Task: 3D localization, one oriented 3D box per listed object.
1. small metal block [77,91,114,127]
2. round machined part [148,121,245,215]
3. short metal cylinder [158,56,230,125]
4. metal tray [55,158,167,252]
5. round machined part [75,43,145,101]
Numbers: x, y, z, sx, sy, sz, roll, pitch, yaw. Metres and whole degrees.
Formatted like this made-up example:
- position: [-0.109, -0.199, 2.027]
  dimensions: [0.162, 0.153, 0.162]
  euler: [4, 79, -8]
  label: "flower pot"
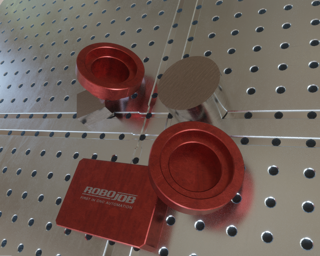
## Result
- position: [-0.101, -0.037, 0.482]
  dimensions: [0.050, 0.025, 0.050]
  euler: [-21, 54, 15]
  label: "small metal block"
- position: [0.036, 0.045, 0.333]
  dimensions: [0.099, 0.042, 0.098]
  euler: [3, 61, -5]
  label: "round machined part"
- position: [0.044, -0.044, 0.395]
  dimensions: [0.080, 0.050, 0.080]
  euler: [-13, 56, 20]
  label: "short metal cylinder"
- position: [-0.056, 0.089, 0.378]
  dimensions: [0.130, 0.030, 0.090]
  euler: [3, 63, 29]
  label: "metal tray"
- position: [-0.075, -0.079, 0.463]
  dimensions: [0.099, 0.042, 0.098]
  euler: [10, 51, -12]
  label: "round machined part"
